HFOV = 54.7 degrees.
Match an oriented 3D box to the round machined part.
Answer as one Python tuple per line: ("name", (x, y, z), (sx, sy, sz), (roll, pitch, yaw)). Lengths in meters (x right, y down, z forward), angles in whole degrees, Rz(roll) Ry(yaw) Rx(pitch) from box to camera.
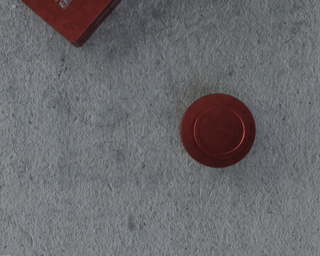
("round machined part", (0.076, 0.004, 0.403), (0.099, 0.042, 0.097), (0, 90, -1))

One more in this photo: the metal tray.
("metal tray", (-0.102, -0.184, 0.406), (0.090, 0.030, 0.130), (40, 90, -1))
